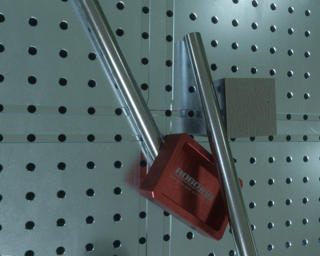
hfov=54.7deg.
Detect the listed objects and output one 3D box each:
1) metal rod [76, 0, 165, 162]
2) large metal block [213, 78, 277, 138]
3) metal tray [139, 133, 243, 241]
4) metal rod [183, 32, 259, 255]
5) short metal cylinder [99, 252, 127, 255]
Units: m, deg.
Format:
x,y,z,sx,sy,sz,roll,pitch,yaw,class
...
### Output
x,y,z,sx,sy,sz,roll,pitch,yaw,class
-0.055,-0.083,0.392,0.025,0.025,0.299,-28,99,-18,metal rod
0.116,-0.028,0.442,0.081,0.050,0.079,-3,91,-20,large metal block
0.046,0.077,0.406,0.130,0.030,0.090,40,66,-26,metal tray
0.076,0.016,0.402,0.025,0.025,0.299,-9,79,-20,metal rod
-0.057,0.201,0.379,0.081,0.050,0.079,0,90,-20,short metal cylinder
